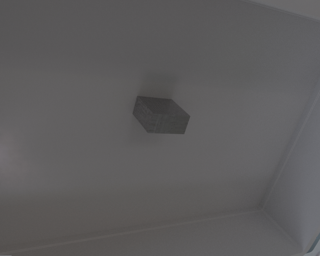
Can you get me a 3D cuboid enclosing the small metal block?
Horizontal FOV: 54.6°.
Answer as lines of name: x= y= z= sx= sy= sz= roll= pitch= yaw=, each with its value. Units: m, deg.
small metal block: x=0.001 y=-0.016 z=0.382 sx=0.050 sy=0.050 sz=0.025 roll=2 pitch=117 yaw=-30
